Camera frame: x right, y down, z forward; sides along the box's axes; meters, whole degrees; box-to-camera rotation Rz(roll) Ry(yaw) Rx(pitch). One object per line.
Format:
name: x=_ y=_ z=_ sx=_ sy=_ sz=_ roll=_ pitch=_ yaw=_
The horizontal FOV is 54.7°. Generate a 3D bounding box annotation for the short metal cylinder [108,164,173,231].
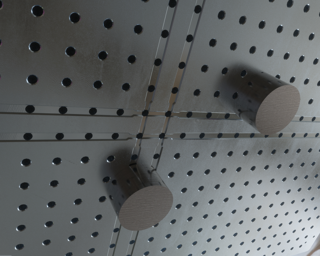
short metal cylinder: x=-0.028 y=0.099 z=0.442 sx=0.081 sy=0.050 sz=0.079 roll=-14 pitch=125 yaw=-21

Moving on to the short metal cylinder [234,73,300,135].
short metal cylinder: x=0.159 y=-0.036 z=0.462 sx=0.081 sy=0.050 sz=0.079 roll=-14 pitch=124 yaw=-21
